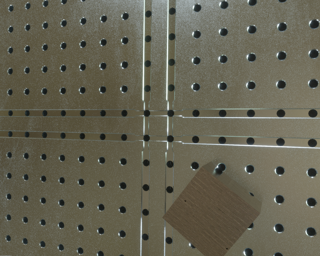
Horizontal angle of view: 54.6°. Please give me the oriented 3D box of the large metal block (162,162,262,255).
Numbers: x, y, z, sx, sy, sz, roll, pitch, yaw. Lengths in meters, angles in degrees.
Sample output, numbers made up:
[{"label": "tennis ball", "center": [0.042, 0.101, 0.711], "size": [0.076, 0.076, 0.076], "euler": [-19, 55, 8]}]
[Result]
[{"label": "large metal block", "center": [0.064, 0.100, 0.377], "size": [0.080, 0.050, 0.080], "euler": [39, 102, 16]}]
